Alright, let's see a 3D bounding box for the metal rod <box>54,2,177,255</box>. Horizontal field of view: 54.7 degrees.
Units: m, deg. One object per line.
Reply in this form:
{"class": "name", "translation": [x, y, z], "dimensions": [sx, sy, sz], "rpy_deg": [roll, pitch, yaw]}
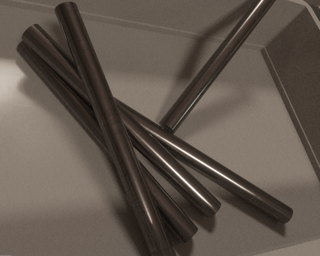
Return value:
{"class": "metal rod", "translation": [-0.048, 0.006, 0.333], "dimensions": [0.025, 0.025, 0.299], "rpy_deg": [-20, 86, -36]}

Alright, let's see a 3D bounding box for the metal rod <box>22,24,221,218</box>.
{"class": "metal rod", "translation": [-0.040, -0.004, 0.366], "dimensions": [0.300, 0.025, 0.025], "rpy_deg": [45, 51, -6]}

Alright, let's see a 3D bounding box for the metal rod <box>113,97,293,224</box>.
{"class": "metal rod", "translation": [0.048, 0.042, 0.407], "dimensions": [0.301, 0.025, 0.025], "rpy_deg": [32, 51, -8]}

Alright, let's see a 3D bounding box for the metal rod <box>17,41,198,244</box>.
{"class": "metal rod", "translation": [-0.065, 0.010, 0.365], "dimensions": [0.300, 0.025, 0.025], "rpy_deg": [49, 51, 6]}

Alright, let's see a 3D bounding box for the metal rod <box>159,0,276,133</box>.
{"class": "metal rod", "translation": [0.099, -0.114, 0.452], "dimensions": [0.025, 0.025, 0.300], "rpy_deg": [39, 75, -3]}
